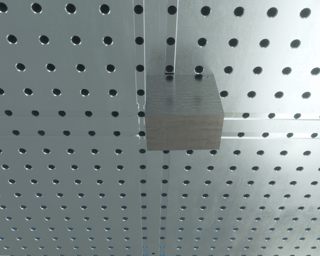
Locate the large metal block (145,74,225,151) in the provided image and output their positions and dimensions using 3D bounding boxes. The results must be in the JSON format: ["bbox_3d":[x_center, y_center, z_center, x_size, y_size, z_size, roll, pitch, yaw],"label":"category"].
[{"bbox_3d":[0.025,-0.020,0.359,0.081,0.080,0.050,-1,130,0],"label":"large metal block"}]
